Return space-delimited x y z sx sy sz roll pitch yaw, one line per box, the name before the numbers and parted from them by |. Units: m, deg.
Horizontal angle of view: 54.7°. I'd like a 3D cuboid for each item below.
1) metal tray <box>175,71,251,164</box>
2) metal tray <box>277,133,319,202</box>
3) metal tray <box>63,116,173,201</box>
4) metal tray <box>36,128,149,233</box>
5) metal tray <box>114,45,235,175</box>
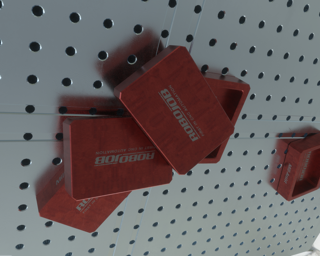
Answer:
metal tray | 0.063 -0.011 0.437 0.091 0.030 0.129 3 117 -30
metal tray | 0.290 0.079 0.618 0.091 0.030 0.129 -15 125 -21
metal tray | -0.047 0.030 0.377 0.131 0.030 0.089 -4 99 -31
metal tray | -0.084 0.072 0.408 0.130 0.030 0.090 -48 129 5
metal tray | 0.020 -0.019 0.364 0.090 0.030 0.130 -40 115 -7
